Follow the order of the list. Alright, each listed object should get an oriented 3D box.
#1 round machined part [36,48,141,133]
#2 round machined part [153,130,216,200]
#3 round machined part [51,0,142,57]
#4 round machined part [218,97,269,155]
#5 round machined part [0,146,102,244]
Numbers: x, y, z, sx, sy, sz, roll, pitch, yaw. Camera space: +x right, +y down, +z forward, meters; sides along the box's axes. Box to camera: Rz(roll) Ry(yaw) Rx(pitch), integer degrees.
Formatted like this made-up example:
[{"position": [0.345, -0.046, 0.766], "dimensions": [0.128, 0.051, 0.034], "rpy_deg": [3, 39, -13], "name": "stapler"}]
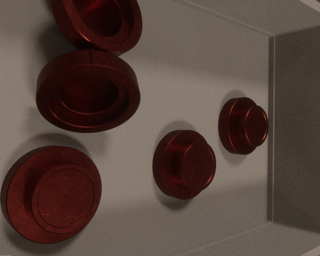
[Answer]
[{"position": [-0.072, -0.041, 0.313], "dimensions": [0.099, 0.098, 0.042], "rpy_deg": [22, 41, -38], "name": "round machined part"}, {"position": [0.041, 0.051, 0.432], "dimensions": [0.099, 0.042, 0.097], "rpy_deg": [0, 90, -40], "name": "round machined part"}, {"position": [-0.070, -0.120, 0.330], "dimensions": [0.099, 0.042, 0.098], "rpy_deg": [13, 70, -41], "name": "round machined part"}, {"position": [0.146, -0.003, 0.521], "dimensions": [0.099, 0.042, 0.097], "rpy_deg": [0, 90, -40], "name": "round machined part"}, {"position": [-0.102, 0.067, 0.312], "dimensions": [0.099, 0.042, 0.097], "rpy_deg": [0, 90, -40], "name": "round machined part"}]
